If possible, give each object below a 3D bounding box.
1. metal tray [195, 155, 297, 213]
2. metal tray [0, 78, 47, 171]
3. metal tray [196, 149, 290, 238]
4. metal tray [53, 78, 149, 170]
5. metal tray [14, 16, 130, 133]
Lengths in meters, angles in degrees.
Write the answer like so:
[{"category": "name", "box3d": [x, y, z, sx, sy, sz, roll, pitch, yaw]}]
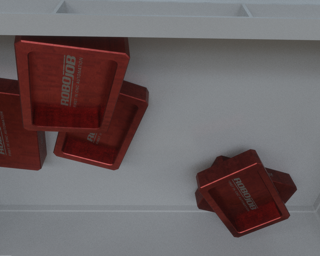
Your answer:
[{"category": "metal tray", "box3d": [0.133, 0.100, 0.486, 0.131, 0.030, 0.089, 16, 122, -14]}, {"category": "metal tray", "box3d": [-0.201, -0.002, 0.401, 0.091, 0.030, 0.129, 7, 130, -7]}, {"category": "metal tray", "box3d": [0.121, 0.099, 0.448, 0.090, 0.030, 0.130, -28, 121, 15]}, {"category": "metal tray", "box3d": [-0.078, -0.006, 0.399, 0.091, 0.030, 0.129, 17, 128, -14]}, {"category": "metal tray", "box3d": [-0.088, -0.042, 0.305, 0.091, 0.030, 0.129, 3, 147, -19]}]
